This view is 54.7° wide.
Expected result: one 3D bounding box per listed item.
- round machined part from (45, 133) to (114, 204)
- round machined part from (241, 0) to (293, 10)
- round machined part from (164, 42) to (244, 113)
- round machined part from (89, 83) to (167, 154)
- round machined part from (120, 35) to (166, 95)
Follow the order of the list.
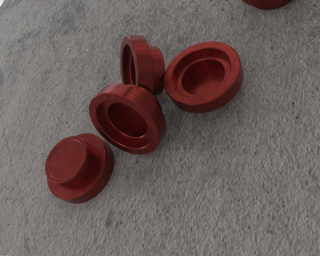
[{"bbox_3d":[-0.116,0.050,0.424,0.098,0.042,0.098,-13,56,21],"label":"round machined part"},{"bbox_3d":[0.159,-0.207,0.437,0.098,0.042,0.098,-13,56,21],"label":"round machined part"},{"bbox_3d":[0.058,-0.060,0.399,0.098,0.042,0.098,-12,56,20],"label":"round machined part"},{"bbox_3d":[-0.036,-0.016,0.391,0.098,0.098,0.042,4,42,30],"label":"round machined part"},{"bbox_3d":[-0.024,-0.078,0.430,0.042,0.097,0.098,-8,50,-19],"label":"round machined part"}]
